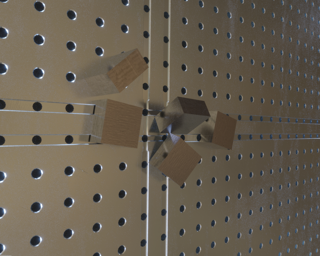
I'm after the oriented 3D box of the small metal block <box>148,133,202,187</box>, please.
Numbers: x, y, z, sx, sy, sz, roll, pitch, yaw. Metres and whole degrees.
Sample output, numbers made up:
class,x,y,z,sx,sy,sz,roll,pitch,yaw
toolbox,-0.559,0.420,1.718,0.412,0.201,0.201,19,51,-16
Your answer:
class,x,y,z,sx,sy,sz,roll,pitch,yaw
small metal block,0.021,0.043,0.422,0.050,0.025,0.050,42,80,-32

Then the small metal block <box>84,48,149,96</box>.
class,x,y,z,sx,sy,sz,roll,pitch,yaw
small metal block,-0.050,-0.063,0.353,0.050,0.050,0.025,-47,119,-30

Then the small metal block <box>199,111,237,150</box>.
class,x,y,z,sx,sy,sz,roll,pitch,yaw
small metal block,0.093,0.004,0.490,0.050,0.025,0.050,20,77,-39

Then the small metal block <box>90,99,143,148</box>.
class,x,y,z,sx,sy,sz,roll,pitch,yaw
small metal block,-0.051,-0.004,0.368,0.050,0.025,0.050,13,82,-40

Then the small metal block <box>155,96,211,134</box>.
class,x,y,z,sx,sy,sz,roll,pitch,yaw
small metal block,0.030,-0.015,0.417,0.050,0.050,0.025,4,57,-40
